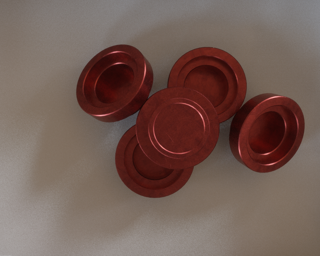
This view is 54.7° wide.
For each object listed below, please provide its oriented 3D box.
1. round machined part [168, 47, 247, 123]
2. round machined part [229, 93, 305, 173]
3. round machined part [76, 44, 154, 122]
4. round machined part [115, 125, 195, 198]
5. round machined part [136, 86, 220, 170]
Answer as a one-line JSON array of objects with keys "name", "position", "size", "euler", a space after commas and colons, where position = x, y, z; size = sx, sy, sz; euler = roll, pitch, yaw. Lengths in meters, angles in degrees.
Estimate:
[{"name": "round machined part", "position": [0.058, -0.052, 0.404], "size": [0.099, 0.042, 0.097], "euler": [0, 90, -1]}, {"name": "round machined part", "position": [0.129, 0.004, 0.392], "size": [0.099, 0.042, 0.097], "euler": [-7, 109, -20]}, {"name": "round machined part", "position": [-0.052, -0.052, 0.387], "size": [0.098, 0.042, 0.098], "euler": [-11, 64, 23]}, {"name": "round machined part", "position": [-0.006, 0.038, 0.403], "size": [0.099, 0.042, 0.097], "euler": [0, 90, -1]}, {"name": "round machined part", "position": [0.021, 0.000, 0.361], "size": [0.099, 0.042, 0.097], "euler": [0, 90, -1]}]
